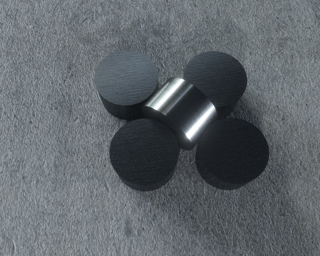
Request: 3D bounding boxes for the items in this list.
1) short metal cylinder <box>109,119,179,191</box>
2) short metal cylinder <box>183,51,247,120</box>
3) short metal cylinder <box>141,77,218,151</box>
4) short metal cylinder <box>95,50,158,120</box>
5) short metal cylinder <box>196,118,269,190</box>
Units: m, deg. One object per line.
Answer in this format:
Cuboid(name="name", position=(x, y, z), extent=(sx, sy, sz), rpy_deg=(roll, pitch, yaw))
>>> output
Cuboid(name="short metal cylinder", position=(-0.018, 0.035, 0.382), extent=(0.081, 0.050, 0.080), rpy_deg=(0, 70, 0))
Cuboid(name="short metal cylinder", position=(0.070, -0.055, 0.415), extent=(0.081, 0.050, 0.080), rpy_deg=(0, 70, 0))
Cuboid(name="short metal cylinder", position=(0.024, -0.017, 0.387), extent=(0.080, 0.080, 0.050), rpy_deg=(38, 74, 12))
Cuboid(name="short metal cylinder", position=(-0.043, -0.057, 0.415), extent=(0.081, 0.050, 0.080), rpy_deg=(0, 70, 0))
Cuboid(name="short metal cylinder", position=(0.087, 0.033, 0.384), extent=(0.081, 0.050, 0.080), rpy_deg=(0, 70, 0))
